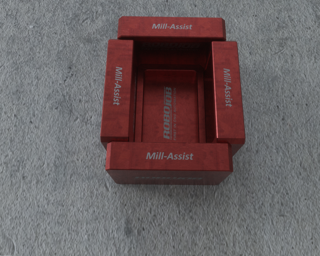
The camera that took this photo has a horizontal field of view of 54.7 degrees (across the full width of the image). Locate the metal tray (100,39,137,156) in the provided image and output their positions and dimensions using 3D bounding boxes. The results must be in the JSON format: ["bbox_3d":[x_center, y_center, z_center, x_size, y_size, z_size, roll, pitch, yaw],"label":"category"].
[{"bbox_3d":[-0.047,-0.032,0.385,0.030,0.090,0.130,1,70,0],"label":"metal tray"}]

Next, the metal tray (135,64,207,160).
[{"bbox_3d":[0.014,-0.022,0.415,0.091,0.030,0.130,1,70,0],"label":"metal tray"}]

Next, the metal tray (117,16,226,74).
[{"bbox_3d":[0.014,-0.107,0.413,0.131,0.090,0.030,1,70,0],"label":"metal tray"}]

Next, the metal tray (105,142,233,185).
[{"bbox_3d":[0.010,0.044,0.358,0.131,0.090,0.030,1,70,0],"label":"metal tray"}]

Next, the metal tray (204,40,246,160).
[{"bbox_3d":[0.075,-0.031,0.386,0.030,0.090,0.130,1,70,0],"label":"metal tray"}]
